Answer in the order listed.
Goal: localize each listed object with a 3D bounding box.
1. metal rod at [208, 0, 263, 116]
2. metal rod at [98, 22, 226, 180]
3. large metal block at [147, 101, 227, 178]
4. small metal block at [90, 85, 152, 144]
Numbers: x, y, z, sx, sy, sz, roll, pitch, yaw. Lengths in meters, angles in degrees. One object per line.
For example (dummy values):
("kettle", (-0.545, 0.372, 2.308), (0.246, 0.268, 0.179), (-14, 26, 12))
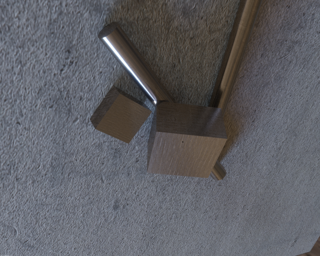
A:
("metal rod", (0.103, -0.124, 0.388), (0.025, 0.025, 0.298), (-1, 119, -28))
("metal rod", (0.022, -0.013, 0.412), (0.025, 0.025, 0.300), (-41, 130, -1))
("large metal block", (0.029, 0.016, 0.388), (0.081, 0.050, 0.079), (6, 137, -7))
("small metal block", (-0.047, -0.015, 0.373), (0.050, 0.025, 0.050), (28, 103, -38))
